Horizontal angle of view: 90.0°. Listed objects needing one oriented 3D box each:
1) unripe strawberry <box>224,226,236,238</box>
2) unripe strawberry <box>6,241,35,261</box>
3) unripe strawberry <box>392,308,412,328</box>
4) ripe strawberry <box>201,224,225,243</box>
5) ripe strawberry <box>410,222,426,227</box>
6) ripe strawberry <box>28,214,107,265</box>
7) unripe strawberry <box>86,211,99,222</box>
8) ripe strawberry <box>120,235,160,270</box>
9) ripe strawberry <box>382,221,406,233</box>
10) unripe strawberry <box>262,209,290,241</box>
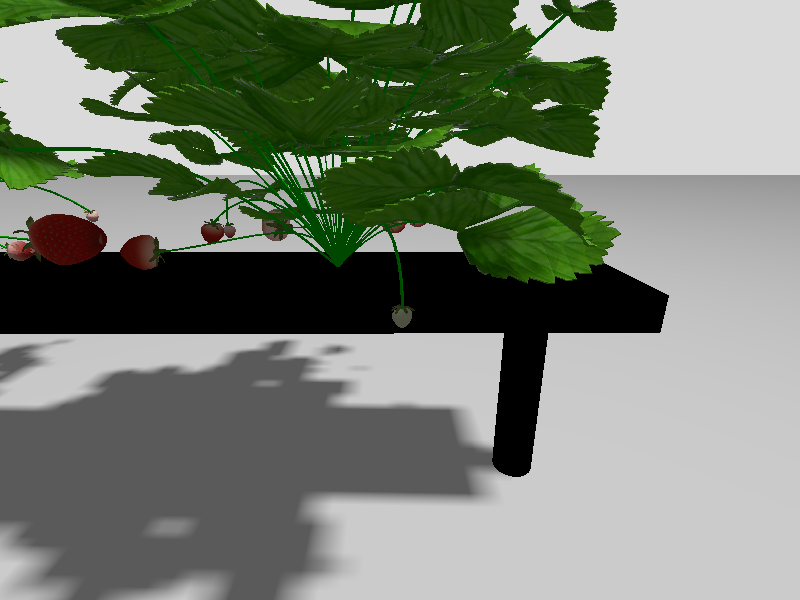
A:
[{"bbox_3d":[-0.202,-0.081,0.476,0.015,0.015,0.014,16,24,38],"label":"unripe strawberry"},{"bbox_3d":[-0.356,-0.046,0.377,0.019,0.019,0.021,-1,19,-9],"label":"unripe strawberry"},{"bbox_3d":[0.001,0.009,0.211,0.011,0.011,0.010,-7,20,-19],"label":"unripe strawberry"},{"bbox_3d":[-0.216,-0.077,0.463,0.023,0.023,0.025,36,34,22],"label":"ripe strawberry"},{"bbox_3d":[0.027,-0.126,0.588,0.034,0.036,0.037,6,19,17],"label":"ripe strawberry"},{"bbox_3d":[-0.294,-0.055,0.359,0.052,0.045,0.052,0,19,-2],"label":"ripe strawberry"},{"bbox_3d":[-0.479,-0.130,0.625,0.015,0.017,0.017,2,-43,5],"label":"unripe strawberry"},{"bbox_3d":[-0.225,-0.042,0.348,0.029,0.030,0.026,-1,19,-2],"label":"ripe strawberry"},{"bbox_3d":[-0.007,-0.101,0.523,0.032,0.027,0.032,5,13,14],"label":"ripe strawberry"},{"bbox_3d":[-0.147,-0.089,0.473,0.033,0.038,0.036,-13,23,-34],"label":"unripe strawberry"}]
